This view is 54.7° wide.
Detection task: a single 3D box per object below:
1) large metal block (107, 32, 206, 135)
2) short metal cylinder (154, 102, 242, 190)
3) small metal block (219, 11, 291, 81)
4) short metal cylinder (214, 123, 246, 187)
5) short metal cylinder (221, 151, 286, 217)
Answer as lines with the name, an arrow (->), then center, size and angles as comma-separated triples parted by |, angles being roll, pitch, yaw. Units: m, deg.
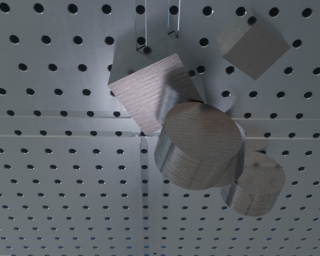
large metal block -> -0.001, -0.048, 0.354 | 0.080, 0.050, 0.080 | -22, 127, 17
short metal cylinder -> 0.038, 0.018, 0.327 | 0.081, 0.080, 0.050 | 9, 135, -8
small metal block -> 0.102, -0.088, 0.338 | 0.050, 0.025, 0.050 | 28, 125, -22
short metal cylinder -> 0.069, 0.030, 0.402 | 0.080, 0.080, 0.050 | -5, 130, 4
short metal cylinder -> 0.131, 0.078, 0.444 | 0.081, 0.080, 0.050 | 3, 130, -2
